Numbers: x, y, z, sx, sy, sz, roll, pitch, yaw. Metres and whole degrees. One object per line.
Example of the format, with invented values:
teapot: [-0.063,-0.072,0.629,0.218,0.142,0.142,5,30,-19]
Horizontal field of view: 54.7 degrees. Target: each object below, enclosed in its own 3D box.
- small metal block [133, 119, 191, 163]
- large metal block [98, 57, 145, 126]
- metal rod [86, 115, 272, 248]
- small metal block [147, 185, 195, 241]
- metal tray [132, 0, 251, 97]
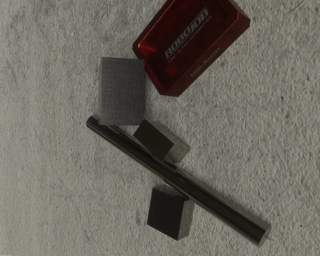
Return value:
small metal block: [0.003,0.017,0.379,0.050,0.050,0.025,40,101,27]
large metal block: [-0.053,-0.044,0.406,0.080,0.050,0.079,-174,85,-76]
metal rod: [0.001,0.051,0.402,0.300,0.025,0.025,29,108,35]
small metal block: [0.014,0.106,0.392,0.050,0.025,0.050,15,100,38]
metal tray: [0.031,-0.111,0.374,0.129,0.030,0.090,-44,64,31]
